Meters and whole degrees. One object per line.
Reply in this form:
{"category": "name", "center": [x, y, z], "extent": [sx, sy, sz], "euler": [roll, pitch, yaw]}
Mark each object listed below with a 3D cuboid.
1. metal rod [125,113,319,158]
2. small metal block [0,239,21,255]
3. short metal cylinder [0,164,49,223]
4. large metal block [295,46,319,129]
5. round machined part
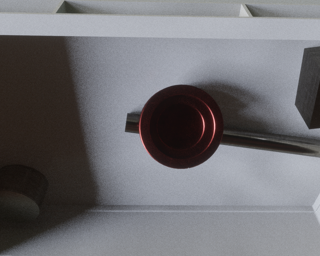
{"category": "metal rod", "center": [0.104, 0.013, 0.421], "extent": [0.302, 0.025, 0.025], "euler": [8, 130, -7]}
{"category": "small metal block", "center": [-0.318, 0.249, 0.620], "extent": [0.050, 0.025, 0.050], "euler": [-37, 122, 27]}
{"category": "short metal cylinder", "center": [-0.220, 0.102, 0.476], "extent": [0.081, 0.050, 0.079], "euler": [0, 130, 0]}
{"category": "large metal block", "center": [0.209, -0.049, 0.354], "extent": [0.080, 0.050, 0.080], "euler": [-6, 130, 5]}
{"category": "round machined part", "center": [0.023, -0.002, 0.376], "extent": [0.099, 0.042, 0.097], "euler": [0, 94, -7]}
